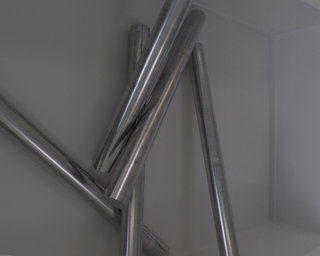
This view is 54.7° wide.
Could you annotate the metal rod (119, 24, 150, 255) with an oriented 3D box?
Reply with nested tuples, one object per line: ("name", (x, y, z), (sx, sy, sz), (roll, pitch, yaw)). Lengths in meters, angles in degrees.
("metal rod", (-0.029, 0.023, 0.360), (0.025, 0.025, 0.299), (10, 77, -40))

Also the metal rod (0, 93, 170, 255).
("metal rod", (-0.082, 0.063, 0.337), (0.300, 0.025, 0.025), (50, 60, -28))

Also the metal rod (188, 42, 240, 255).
("metal rod", (0.070, 0.027, 0.420), (0.025, 0.025, 0.299), (1, 76, -40))

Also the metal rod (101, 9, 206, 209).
("metal rod", (0.006, -0.046, 0.372), (0.025, 0.025, 0.300), (45, 51, -31))

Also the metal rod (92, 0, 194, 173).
("metal rod", (-0.001, -0.085, 0.317), (0.025, 0.025, 0.298), (15, 109, -39))
